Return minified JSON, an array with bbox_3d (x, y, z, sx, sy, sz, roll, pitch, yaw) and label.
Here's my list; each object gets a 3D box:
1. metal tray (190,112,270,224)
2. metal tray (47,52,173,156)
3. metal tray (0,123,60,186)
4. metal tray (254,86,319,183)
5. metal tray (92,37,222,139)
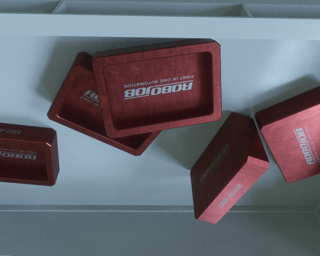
[{"bbox_3d":[0.085,0.055,0.414,0.030,0.090,0.129,18,128,-15],"label":"metal tray"},{"bbox_3d":[-0.059,-0.024,0.384,0.131,0.030,0.090,26,125,-21],"label":"metal tray"},{"bbox_3d":[-0.213,0.037,0.433,0.131,0.030,0.089,6,130,-6],"label":"metal tray"},{"bbox_3d":[0.196,0.015,0.422,0.090,0.030,0.130,-25,126,19],"label":"metal tray"},{"bbox_3d":[-0.001,-0.044,0.337,0.131,0.030,0.089,-10,116,-7],"label":"metal tray"}]
